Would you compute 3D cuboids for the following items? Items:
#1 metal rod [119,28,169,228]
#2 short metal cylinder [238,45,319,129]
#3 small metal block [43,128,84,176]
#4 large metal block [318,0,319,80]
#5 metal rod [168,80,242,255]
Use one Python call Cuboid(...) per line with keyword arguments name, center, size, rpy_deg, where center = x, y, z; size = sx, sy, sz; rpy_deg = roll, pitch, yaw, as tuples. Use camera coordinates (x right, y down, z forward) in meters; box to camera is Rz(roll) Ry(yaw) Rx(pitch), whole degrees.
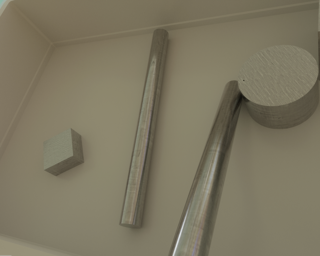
Cuboid(name="metal rod", center=(-0.016, -0.019, 0.424), size=(0.025, 0.025, 0.299), rpy_deg=(-6, 59, 24))
Cuboid(name="short metal cylinder", center=(0.133, -0.045, 0.347), size=(0.080, 0.050, 0.080), rpy_deg=(-13, 56, 20))
Cuboid(name="small metal block", center=(-0.143, 0.035, 0.457), size=(0.050, 0.025, 0.050), rpy_deg=(-26, 53, 11))
Cuboid(name="large metal block", center=(0.200, -0.108, 0.332), size=(0.050, 0.080, 0.080), rpy_deg=(1, 62, 28))
Cuboid(name="metal rod", center=(0.046, 0.035, 0.272), size=(0.025, 0.025, 0.301), rpy_deg=(-5, 31, 25))
